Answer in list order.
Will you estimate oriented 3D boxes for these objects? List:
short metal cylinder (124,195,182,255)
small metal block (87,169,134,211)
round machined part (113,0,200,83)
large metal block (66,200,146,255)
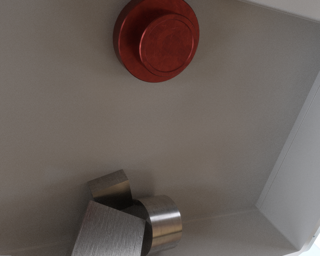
[{"bbox_3d":[-0.013,0.141,0.452,0.050,0.080,0.079,1,118,-36],"label":"short metal cylinder"},{"bbox_3d":[-0.068,0.091,0.430,0.050,0.025,0.050,-19,126,-18],"label":"small metal block"},{"bbox_3d":[0.002,-0.095,0.341,0.099,0.042,0.097,-14,125,-21],"label":"round machined part"},{"bbox_3d":[-0.070,0.150,0.394,0.080,0.080,0.050,24,128,-13],"label":"large metal block"}]
